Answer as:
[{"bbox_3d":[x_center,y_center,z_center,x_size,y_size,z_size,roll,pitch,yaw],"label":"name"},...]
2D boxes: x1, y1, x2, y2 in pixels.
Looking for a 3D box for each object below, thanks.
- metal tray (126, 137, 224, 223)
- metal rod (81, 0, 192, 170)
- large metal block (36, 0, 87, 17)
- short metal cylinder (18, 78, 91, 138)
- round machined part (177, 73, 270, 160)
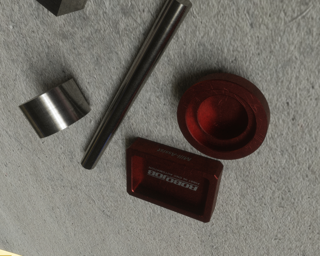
[{"bbox_3d":[0.017,0.073,0.438,0.130,0.030,0.089,16,125,18],"label":"metal tray"},{"bbox_3d":[-0.047,-0.037,0.407,0.025,0.025,0.298,38,129,2],"label":"metal rod"},{"bbox_3d":[-0.116,-0.184,0.336,0.080,0.050,0.080,39,129,1],"label":"large metal block"},{"bbox_3d":[-0.144,-0.028,0.427,0.080,0.080,0.050,-16,110,34],"label":"short metal cylinder"},{"bbox_3d":[0.072,-0.016,0.347,0.098,0.042,0.097,13,124,20],"label":"round machined part"}]
